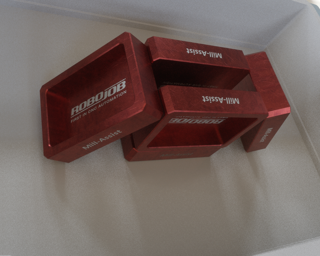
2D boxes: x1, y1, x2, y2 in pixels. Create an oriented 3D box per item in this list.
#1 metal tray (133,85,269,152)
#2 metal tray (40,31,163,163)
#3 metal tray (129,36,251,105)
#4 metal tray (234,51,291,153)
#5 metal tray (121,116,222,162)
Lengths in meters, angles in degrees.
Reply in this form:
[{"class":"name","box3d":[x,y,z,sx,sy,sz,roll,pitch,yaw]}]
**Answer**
[{"class":"metal tray","box3d":[0.044,-0.007,0.351,0.131,0.090,0.030,0,62,-29]},{"class":"metal tray","box3d":[-0.067,-0.028,0.320,0.030,0.130,0.090,26,45,-55]},{"class":"metal tray","box3d":[0.031,-0.061,0.376,0.131,0.090,0.030,0,62,-28]},{"class":"metal tray","box3d":[0.130,-0.030,0.426,0.030,0.130,0.090,-13,66,-1]},{"class":"metal tray","box3d":[0.011,-0.006,0.410,0.131,0.030,0.090,0,62,-29]}]
